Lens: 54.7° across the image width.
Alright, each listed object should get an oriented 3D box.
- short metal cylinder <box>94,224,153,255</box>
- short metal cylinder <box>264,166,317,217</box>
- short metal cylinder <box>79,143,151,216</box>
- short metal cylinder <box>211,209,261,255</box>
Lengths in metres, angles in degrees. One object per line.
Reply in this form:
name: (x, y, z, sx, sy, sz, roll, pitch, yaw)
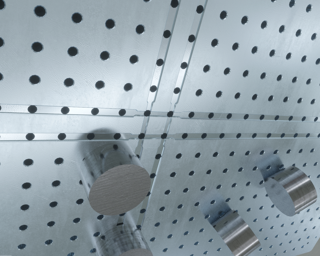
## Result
short metal cylinder: (-0.057, 0.199, 0.487, 0.081, 0.050, 0.079, -14, 124, -21)
short metal cylinder: (0.244, 0.118, 0.581, 0.050, 0.080, 0.080, -26, 128, -12)
short metal cylinder: (-0.059, 0.066, 0.404, 0.081, 0.050, 0.079, -14, 124, -21)
short metal cylinder: (0.140, 0.198, 0.574, 0.050, 0.080, 0.080, -35, 129, -5)
